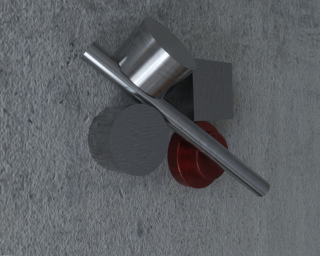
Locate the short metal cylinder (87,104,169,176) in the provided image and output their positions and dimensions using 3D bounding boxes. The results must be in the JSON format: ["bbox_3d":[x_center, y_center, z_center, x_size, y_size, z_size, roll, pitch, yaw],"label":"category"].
[{"bbox_3d":[-0.036,0.013,0.361,0.081,0.050,0.080,0,90,-40],"label":"short metal cylinder"}]

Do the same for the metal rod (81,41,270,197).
[{"bbox_3d":[0.033,0.000,0.389,0.301,0.025,0.025,38,66,-19],"label":"metal rod"}]

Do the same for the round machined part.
[{"bbox_3d":[0.061,0.039,0.445,0.099,0.042,0.097,0,90,-40],"label":"round machined part"}]

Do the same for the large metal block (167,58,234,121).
[{"bbox_3d":[0.057,-0.051,0.434,0.081,0.050,0.079,-4,93,-40],"label":"large metal block"}]

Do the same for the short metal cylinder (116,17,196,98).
[{"bbox_3d":[-0.004,-0.081,0.362,0.080,0.050,0.080,36,29,-23],"label":"short metal cylinder"}]
